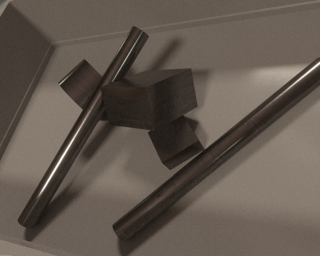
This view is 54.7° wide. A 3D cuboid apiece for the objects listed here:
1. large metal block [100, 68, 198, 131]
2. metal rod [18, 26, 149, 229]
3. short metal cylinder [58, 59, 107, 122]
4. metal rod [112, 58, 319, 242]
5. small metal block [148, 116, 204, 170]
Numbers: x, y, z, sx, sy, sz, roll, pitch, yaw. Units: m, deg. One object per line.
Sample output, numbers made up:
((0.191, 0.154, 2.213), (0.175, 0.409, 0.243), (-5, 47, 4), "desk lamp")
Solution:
((-0.013, -0.038, 0.385), (0.080, 0.050, 0.081), (7, 27, 43), "large metal block")
((-0.103, 0.002, 0.412), (0.025, 0.025, 0.299), (34, 94, 38), "metal rod")
((-0.101, -0.055, 0.455), (0.050, 0.080, 0.080), (-44, 51, -2), "short metal cylinder")
((0.070, 0.025, 0.352), (0.300, 0.025, 0.025), (-39, 51, 1), "metal rod")
((0.019, 0.016, 0.385), (0.050, 0.025, 0.050), (-32, 52, 7), "small metal block")
